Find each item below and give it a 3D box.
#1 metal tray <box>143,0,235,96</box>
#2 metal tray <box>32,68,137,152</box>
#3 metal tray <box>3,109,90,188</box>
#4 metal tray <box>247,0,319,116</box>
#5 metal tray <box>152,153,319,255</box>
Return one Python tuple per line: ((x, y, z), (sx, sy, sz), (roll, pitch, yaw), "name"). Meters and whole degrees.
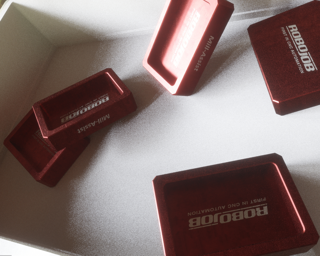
((0.031, -0.119, 0.412), (0.090, 0.030, 0.129), (49, 126, 37), "metal tray")
((-0.110, -0.031, 0.451), (0.131, 0.030, 0.090), (-29, 45, -11), "metal tray")
((-0.180, 0.021, 0.483), (0.130, 0.030, 0.090), (30, 78, 37), "metal tray")
((0.165, -0.086, 0.368), (0.090, 0.030, 0.130), (-18, 55, 18), "metal tray")
((0.064, 0.080, 0.292), (0.131, 0.030, 0.090), (-11, 54, -2), "metal tray")
